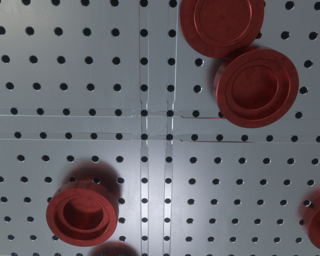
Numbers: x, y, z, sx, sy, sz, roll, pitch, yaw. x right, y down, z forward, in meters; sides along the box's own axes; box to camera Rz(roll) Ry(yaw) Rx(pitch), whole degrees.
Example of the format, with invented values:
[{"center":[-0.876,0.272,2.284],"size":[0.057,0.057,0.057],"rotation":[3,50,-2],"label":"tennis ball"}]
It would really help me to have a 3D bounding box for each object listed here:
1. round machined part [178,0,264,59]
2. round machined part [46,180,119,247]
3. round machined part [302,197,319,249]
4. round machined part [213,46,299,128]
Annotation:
[{"center":[0.071,-0.129,0.357],"size":[0.099,0.042,0.097],"rotation":[0,110,0],"label":"round machined part"},{"center":[-0.108,0.118,0.447],"size":[0.099,0.042,0.097],"rotation":[0,110,0],"label":"round machined part"},{"center":[0.270,0.147,0.460],"size":[0.099,0.042,0.097],"rotation":[0,110,0],"label":"round machined part"},{"center":[0.114,-0.052,0.383],"size":[0.099,0.042,0.097],"rotation":[-2,115,-3],"label":"round machined part"}]
